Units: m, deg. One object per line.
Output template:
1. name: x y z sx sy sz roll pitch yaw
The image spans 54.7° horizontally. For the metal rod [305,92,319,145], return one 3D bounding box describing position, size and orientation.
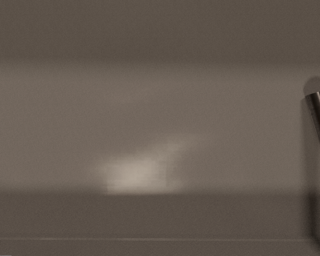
1. metal rod: 0.237 0.099 0.382 0.025 0.025 0.298 -15 83 5
